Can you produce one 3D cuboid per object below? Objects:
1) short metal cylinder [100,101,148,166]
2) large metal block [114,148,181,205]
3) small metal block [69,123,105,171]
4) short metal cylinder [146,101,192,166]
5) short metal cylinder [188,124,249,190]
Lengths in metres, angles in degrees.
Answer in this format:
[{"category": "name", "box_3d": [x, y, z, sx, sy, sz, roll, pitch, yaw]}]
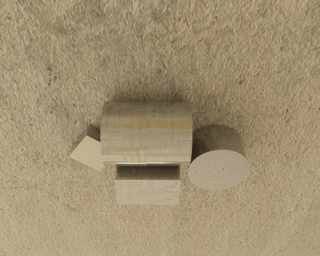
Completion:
[{"category": "short metal cylinder", "box_3d": [-0.040, 0.007, 0.379, 0.050, 0.080, 0.079, 1, 130, -1]}, {"category": "large metal block", "box_3d": [-0.015, 0.056, 0.421, 0.081, 0.080, 0.050, 1, 130, -1]}, {"category": "small metal block", "box_3d": [-0.090, 0.028, 0.432, 0.050, 0.025, 0.050, 30, 124, -24]}, {"category": "short metal cylinder", "box_3d": [0.010, 0.006, 0.379, 0.050, 0.080, 0.079, 1, 130, -1]}, {"category": "short metal cylinder", "box_3d": [0.077, 0.041, 0.427, 0.081, 0.050, 0.079, 0, 130, 0]}]
